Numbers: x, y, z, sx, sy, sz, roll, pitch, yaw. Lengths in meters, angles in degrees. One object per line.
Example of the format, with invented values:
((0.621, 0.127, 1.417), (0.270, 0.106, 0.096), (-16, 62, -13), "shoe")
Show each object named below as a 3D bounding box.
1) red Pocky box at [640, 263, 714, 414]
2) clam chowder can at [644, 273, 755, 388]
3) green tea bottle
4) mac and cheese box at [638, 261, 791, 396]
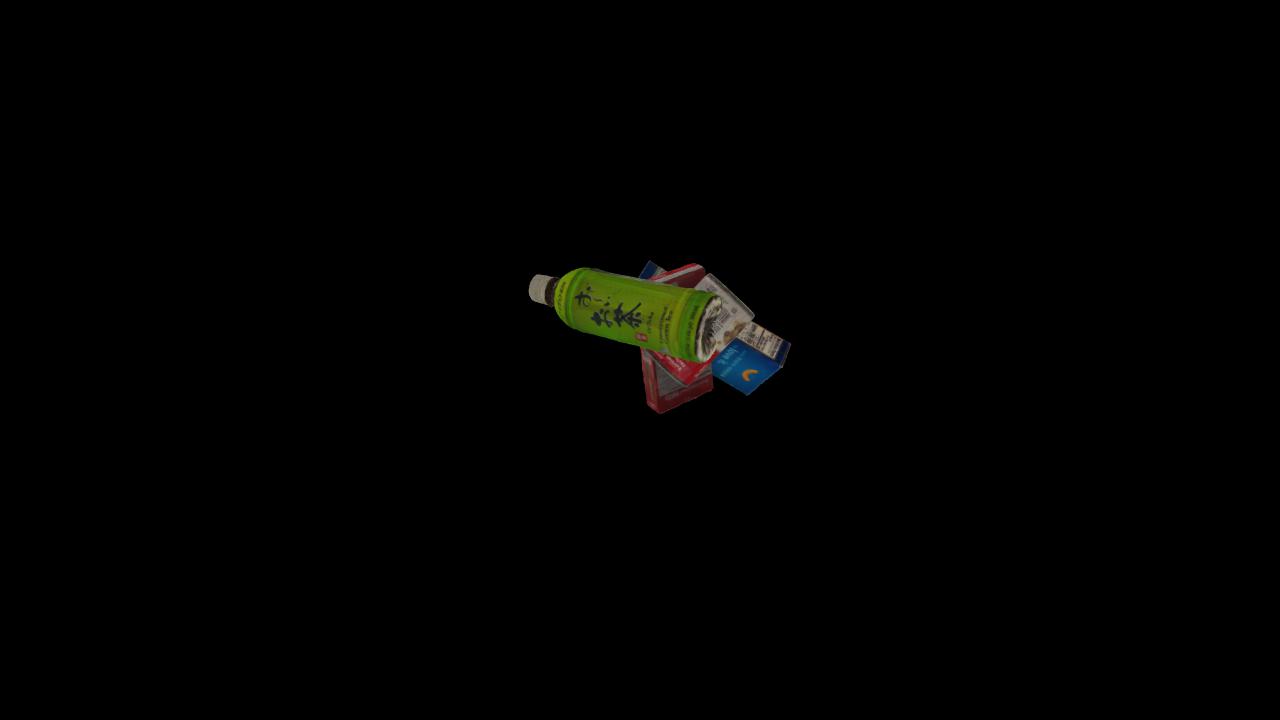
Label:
((0.039, -0.023, 0.683), (0.083, 0.155, 0.028), (-23, 31, -27), "red Pocky box")
((0.060, -0.031, 0.634), (0.068, 0.102, 0.068), (42, 9, -8), "clam chowder can")
((-0.021, -0.054, 0.632), (0.212, 0.073, 0.073), (17, 8, 27), "green tea bottle")
((0.069, -0.033, 0.706), (0.184, 0.041, 0.093), (30, -29, -2), "mac and cheese box")
